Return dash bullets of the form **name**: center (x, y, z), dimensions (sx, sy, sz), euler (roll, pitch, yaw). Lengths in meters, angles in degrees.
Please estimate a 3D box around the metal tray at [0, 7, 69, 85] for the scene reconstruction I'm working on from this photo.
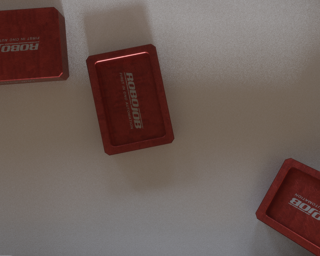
- **metal tray**: center (-0.192, -0.105, 0.406), dimensions (0.131, 0.030, 0.089), euler (-4, 90, -1)

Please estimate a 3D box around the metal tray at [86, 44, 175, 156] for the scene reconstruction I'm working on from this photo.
- **metal tray**: center (-0.038, -0.036, 0.408), dimensions (0.091, 0.030, 0.129), euler (-12, 90, -1)

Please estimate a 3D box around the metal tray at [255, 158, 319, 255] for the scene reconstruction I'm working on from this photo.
- **metal tray**: center (0.197, 0.105, 0.377), dimensions (0.130, 0.030, 0.090), euler (29, 90, 34)
